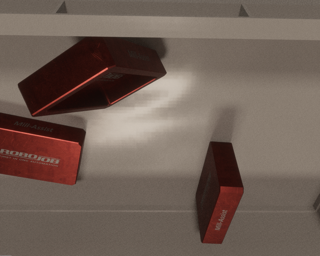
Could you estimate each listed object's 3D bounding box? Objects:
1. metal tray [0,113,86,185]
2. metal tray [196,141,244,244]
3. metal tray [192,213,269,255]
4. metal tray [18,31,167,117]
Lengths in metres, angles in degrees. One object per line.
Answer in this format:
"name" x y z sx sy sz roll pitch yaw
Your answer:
"metal tray" -0.176 0.031 0.430 0.131 0.030 0.089 12 129 -11
"metal tray" 0.081 0.095 0.448 0.030 0.090 0.129 4 130 -4
"metal tray" 0.122 0.218 0.555 0.130 0.090 0.030 -31 124 24
"metal tray" -0.057 -0.048 0.304 0.090 0.131 0.030 -27 87 21
